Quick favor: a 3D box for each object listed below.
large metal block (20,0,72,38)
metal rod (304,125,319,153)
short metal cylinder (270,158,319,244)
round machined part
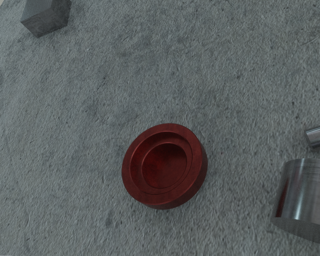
[{"bbox_3d":[-0.246,-0.253,0.672,0.080,0.050,0.080,-15,56,20],"label":"large metal block"},{"bbox_3d":[0.287,-0.035,0.274,0.301,0.025,0.025,-20,54,16],"label":"metal rod"},{"bbox_3d":[0.139,0.065,0.256,0.080,0.080,0.050,9,67,32],"label":"short metal cylinder"},{"bbox_3d":[0.008,0.047,0.360,0.098,0.042,0.098,-13,56,21],"label":"round machined part"}]
